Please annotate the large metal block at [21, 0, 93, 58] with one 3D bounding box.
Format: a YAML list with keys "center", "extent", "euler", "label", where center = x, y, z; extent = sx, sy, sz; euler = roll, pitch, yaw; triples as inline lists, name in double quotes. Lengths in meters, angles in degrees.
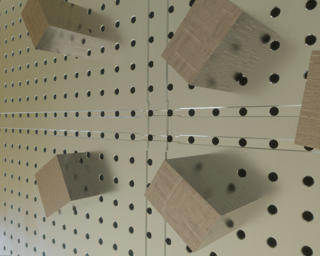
- center: [-0.171, -0.171, 0.517]
  extent: [0.050, 0.081, 0.080]
  euler: [-42, 64, 32]
  label: "large metal block"

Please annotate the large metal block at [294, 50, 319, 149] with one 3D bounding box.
- center: [0.167, -0.018, 0.255]
  extent: [0.080, 0.050, 0.080]
  euler: [13, 99, 39]
  label: "large metal block"

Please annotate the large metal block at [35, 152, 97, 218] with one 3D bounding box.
- center: [-0.163, 0.097, 0.529]
  extent: [0.080, 0.050, 0.080]
  euler: [-36, 68, 34]
  label: "large metal block"

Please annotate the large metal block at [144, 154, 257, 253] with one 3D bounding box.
- center: [0.044, 0.076, 0.338]
  extent: [0.080, 0.081, 0.050]
  euler: [43, 116, 31]
  label: "large metal block"

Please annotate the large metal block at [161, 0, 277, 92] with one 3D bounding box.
- center: [0.062, -0.087, 0.323]
  extent: [0.050, 0.081, 0.080]
  euler: [50, 120, 28]
  label: "large metal block"
